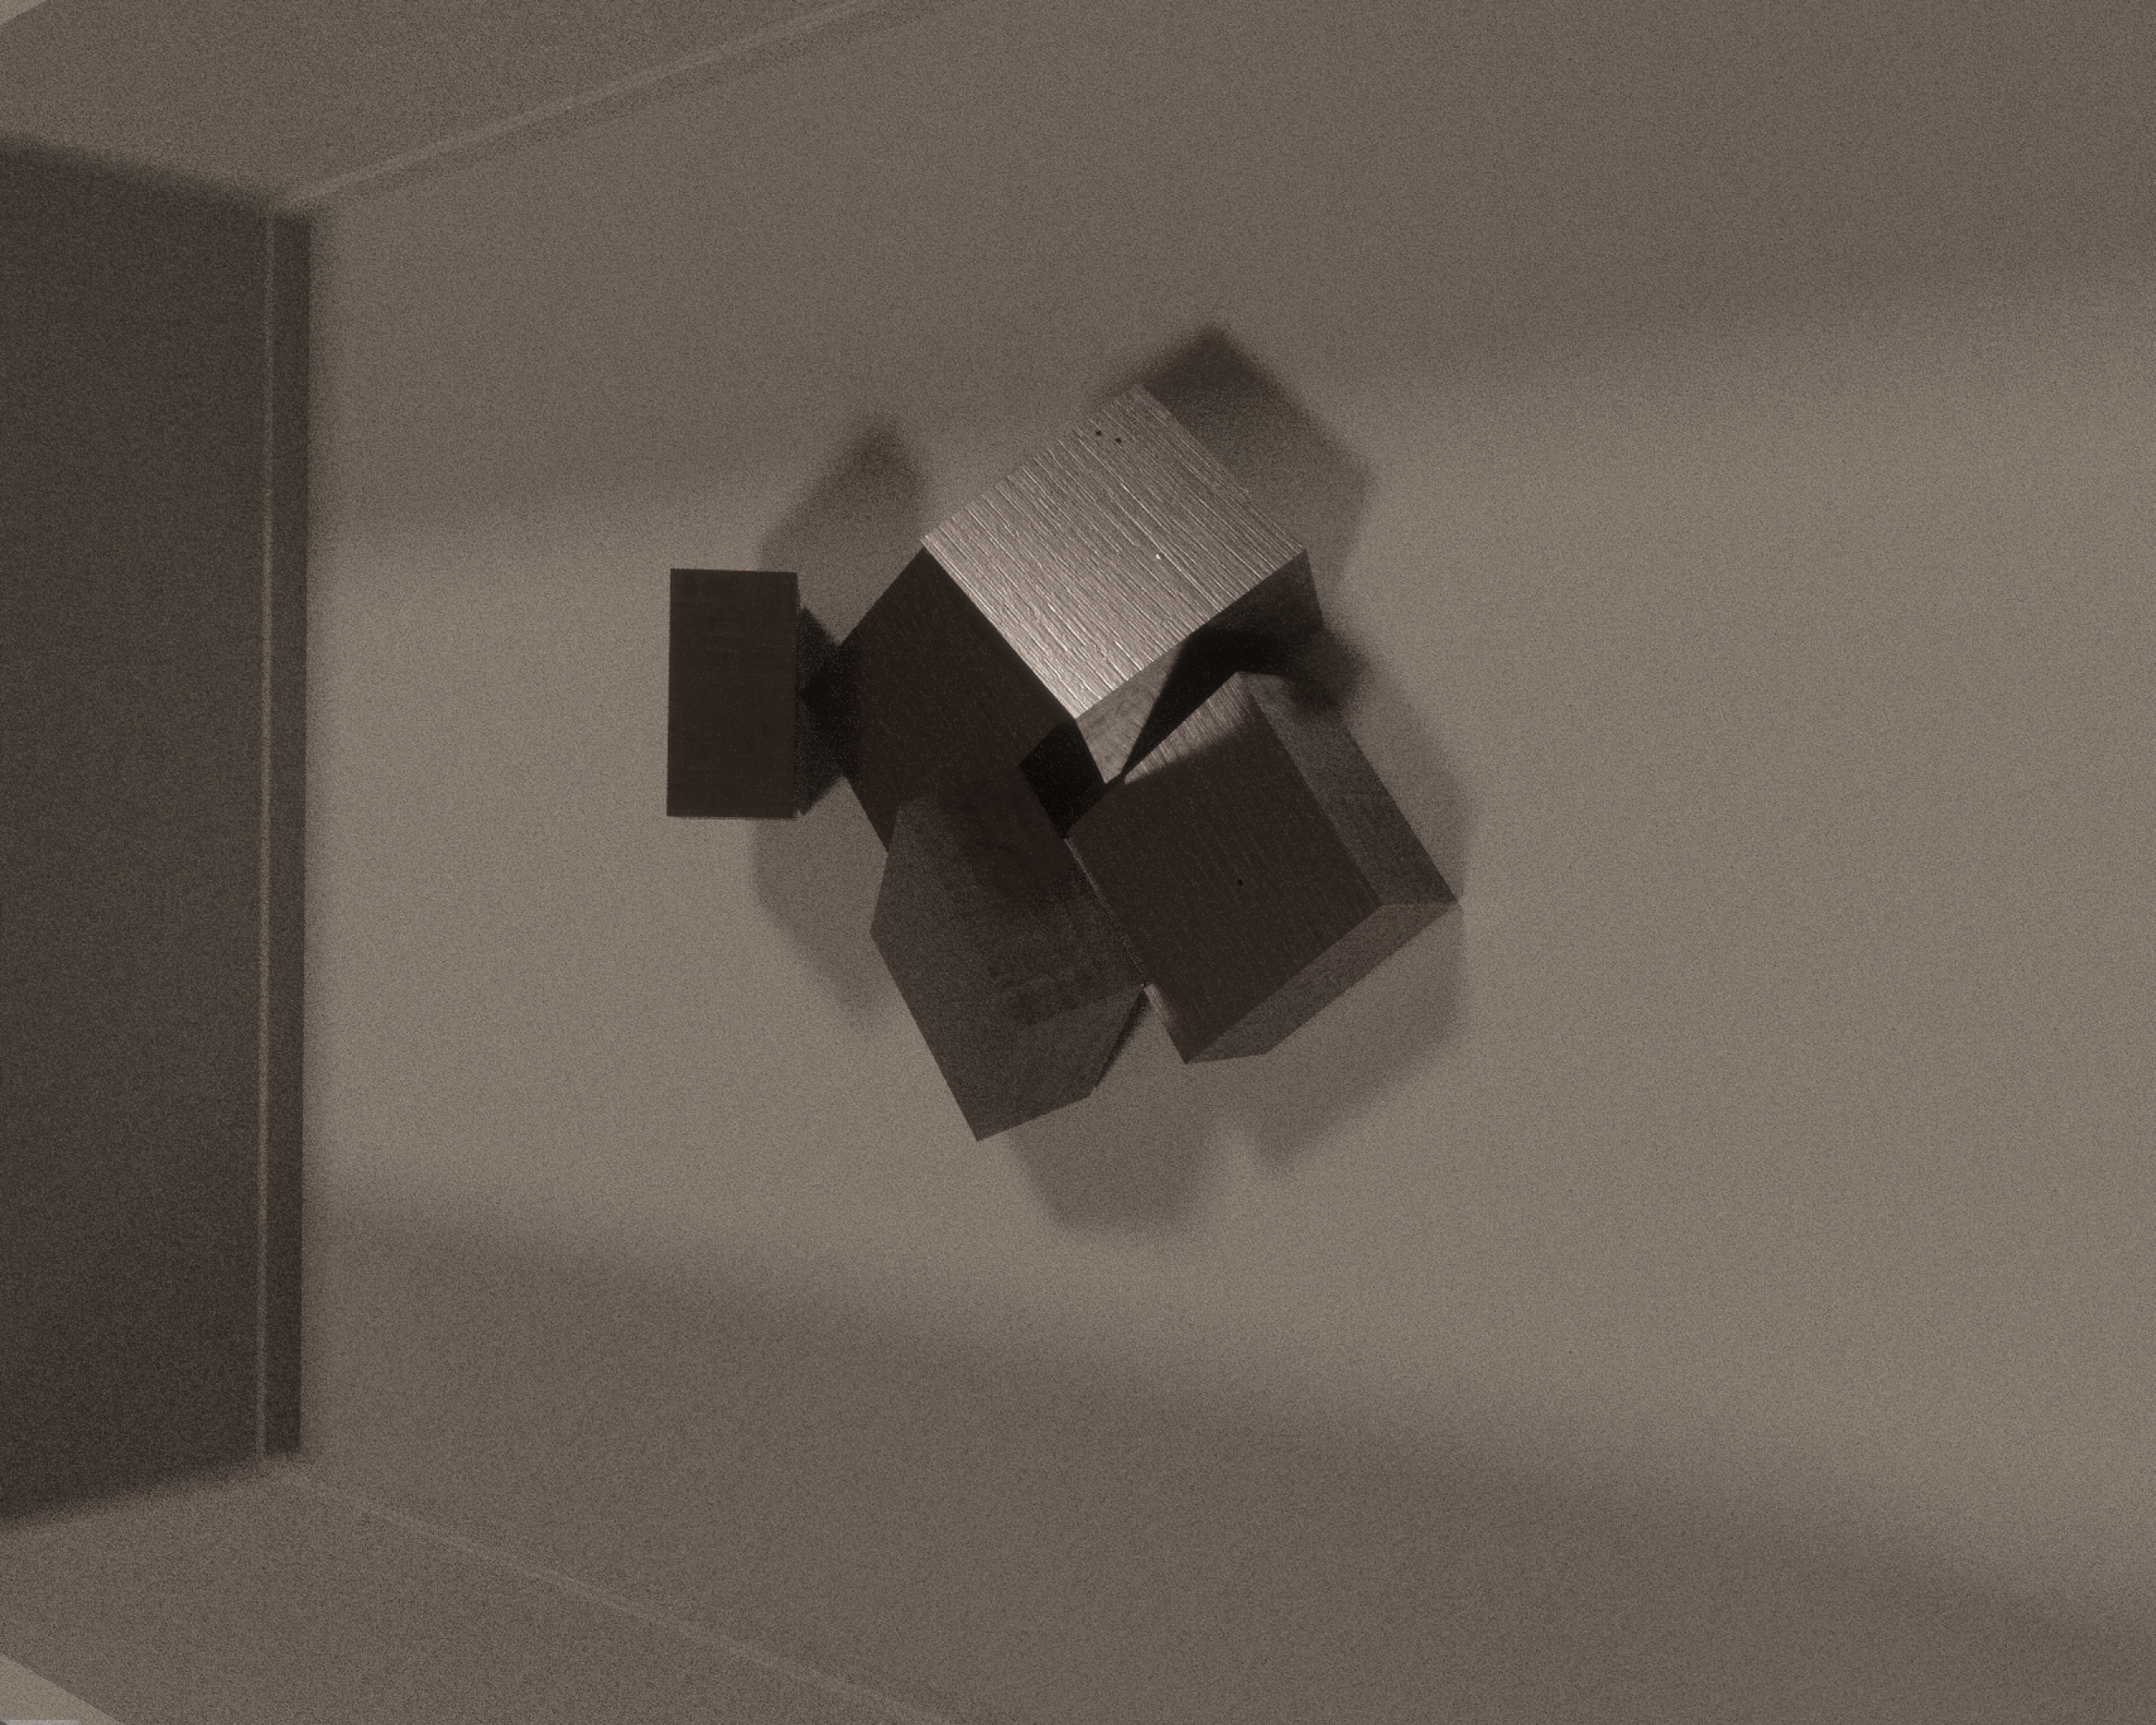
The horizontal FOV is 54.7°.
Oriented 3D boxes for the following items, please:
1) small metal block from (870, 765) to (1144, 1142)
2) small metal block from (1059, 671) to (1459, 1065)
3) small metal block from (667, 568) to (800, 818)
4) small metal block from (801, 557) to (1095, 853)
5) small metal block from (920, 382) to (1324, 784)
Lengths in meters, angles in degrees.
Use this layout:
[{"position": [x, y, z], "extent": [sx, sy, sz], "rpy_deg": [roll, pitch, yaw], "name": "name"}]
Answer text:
[{"position": [-0.015, 0.018, 0.400], "extent": [0.050, 0.025, 0.050], "rpy_deg": [60, 155, 22], "name": "small metal block"}, {"position": [0.032, 0.001, 0.377], "extent": [0.050, 0.025, 0.050], "rpy_deg": [-43, 64, 31], "name": "small metal block"}, {"position": [-0.072, -0.034, 0.444], "extent": [0.050, 0.025, 0.050], "rpy_deg": [-177, 88, -83], "name": "small metal block"}, {"position": [-0.023, -0.031, 0.421], "extent": [0.050, 0.025, 0.050], "rpy_deg": [-45, 64, 30], "name": "small metal block"}, {"position": [0.008, -0.051, 0.381], "extent": [0.050, 0.025, 0.050], "rpy_deg": [-37, 62, -5], "name": "small metal block"}]
